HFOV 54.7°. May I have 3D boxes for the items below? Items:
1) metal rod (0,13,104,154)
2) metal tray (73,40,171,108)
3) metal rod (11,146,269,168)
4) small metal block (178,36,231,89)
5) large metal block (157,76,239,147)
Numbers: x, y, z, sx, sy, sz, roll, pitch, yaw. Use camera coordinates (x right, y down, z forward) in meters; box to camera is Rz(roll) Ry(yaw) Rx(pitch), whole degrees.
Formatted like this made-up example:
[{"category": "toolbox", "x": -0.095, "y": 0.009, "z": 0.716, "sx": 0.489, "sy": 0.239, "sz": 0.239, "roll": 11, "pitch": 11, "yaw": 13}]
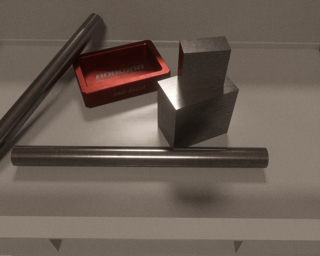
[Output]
[{"category": "metal rod", "x": -0.162, "y": -0.055, "z": 0.422, "sx": 0.025, "sy": 0.025, "sz": 0.300, "roll": 20, "pitch": 61, "yaw": 15}, {"category": "metal tray", "x": -0.060, "y": -0.086, "z": 0.472, "sx": 0.131, "sy": 0.030, "sz": 0.090, "roll": -16, "pitch": 52, "yaw": -14}, {"category": "metal rod", "x": -0.023, "y": 0.035, "z": 0.375, "sx": 0.302, "sy": 0.025, "sz": 0.025, "roll": 1, "pitch": 50, "yaw": 0}, {"category": "small metal block", "x": 0.048, "y": -0.073, "z": 0.347, "sx": 0.050, "sy": 0.050, "sz": 0.025, "roll": -5, "pitch": 51, "yaw": -5}, {"category": "large metal block", "x": 0.044, "y": -0.024, "z": 0.390, "sx": 0.081, "sy": 0.080, "sz": 0.050, "roll": -19, "pitch": 53, "yaw": -15}]
